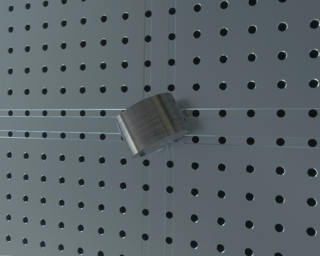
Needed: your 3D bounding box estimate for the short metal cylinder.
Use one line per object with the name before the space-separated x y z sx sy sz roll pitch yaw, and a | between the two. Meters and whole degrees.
short metal cylinder | -0.009 -0.002 0.386 0.080 0.080 0.050 -30 80 18
